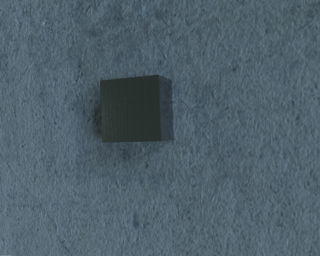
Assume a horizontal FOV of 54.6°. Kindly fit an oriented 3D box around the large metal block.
[{"bbox_3d":[-0.029,-0.023,0.406,0.080,0.050,0.080,-2,89,20],"label":"large metal block"}]
